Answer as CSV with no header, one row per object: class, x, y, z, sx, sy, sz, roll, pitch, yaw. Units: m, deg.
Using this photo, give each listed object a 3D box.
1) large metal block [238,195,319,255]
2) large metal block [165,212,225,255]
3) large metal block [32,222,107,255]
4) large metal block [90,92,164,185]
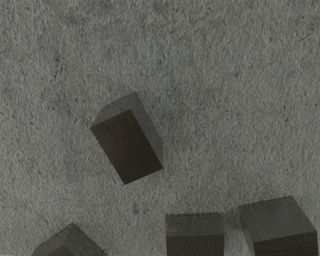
large metal block,0.163,0.146,0.435,0.080,0.080,0.050,-12,110,4
large metal block,0.050,0.176,0.462,0.080,0.050,0.079,-3,110,1
large metal block,-0.141,0.205,0.471,0.080,0.050,0.080,-37,106,12
large metal block,-0.036,0.009,0.383,0.050,0.080,0.080,-25,108,9
